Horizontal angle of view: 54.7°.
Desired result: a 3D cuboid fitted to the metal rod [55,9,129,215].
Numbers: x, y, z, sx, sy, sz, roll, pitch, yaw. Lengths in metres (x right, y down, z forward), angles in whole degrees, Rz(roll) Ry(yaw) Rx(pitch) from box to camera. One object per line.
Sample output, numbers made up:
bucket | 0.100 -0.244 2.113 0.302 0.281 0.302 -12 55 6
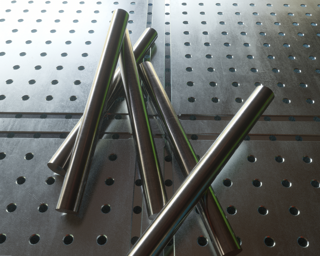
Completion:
metal rod | -0.079 -0.041 0.402 0.025 0.025 0.299 6 62 5

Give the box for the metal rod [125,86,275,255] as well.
metal rod | 0.036 0.061 0.325 0.025 0.025 0.301 32 66 23

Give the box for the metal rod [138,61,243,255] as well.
metal rod | 0.023 0.015 0.395 0.025 0.025 0.299 -14 52 -12

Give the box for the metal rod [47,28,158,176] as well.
metal rod | -0.069 -0.059 0.455 0.025 0.025 0.301 16 52 13

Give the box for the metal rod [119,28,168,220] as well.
metal rod | -0.031 -0.028 0.410 0.025 0.025 0.299 -9 57 -8
